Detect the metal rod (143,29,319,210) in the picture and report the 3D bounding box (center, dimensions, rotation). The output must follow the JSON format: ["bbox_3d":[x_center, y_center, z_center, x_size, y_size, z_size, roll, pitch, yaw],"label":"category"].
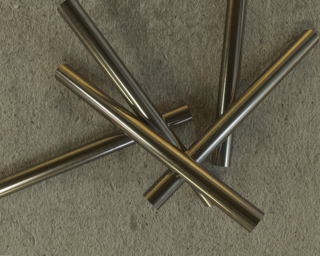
[{"bbox_3d":[0.094,-0.017,0.385,0.301,0.025,0.025,-44,90,-10],"label":"metal rod"}]

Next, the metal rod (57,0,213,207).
[{"bbox_3d":[-0.017,-0.021,0.378,0.025,0.025,0.299,-37,103,0],"label":"metal rod"}]

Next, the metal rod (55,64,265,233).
[{"bbox_3d":[-0.016,0.011,0.361,0.300,0.025,0.025,37,90,19],"label":"metal rod"}]

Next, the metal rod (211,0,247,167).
[{"bbox_3d":[0.095,-0.099,0.410,0.025,0.025,0.298,6,90,0],"label":"metal rod"}]

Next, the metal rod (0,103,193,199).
[{"bbox_3d":[-0.101,0.035,0.409,0.301,0.025,0.025,-22,90,0],"label":"metal rod"}]
